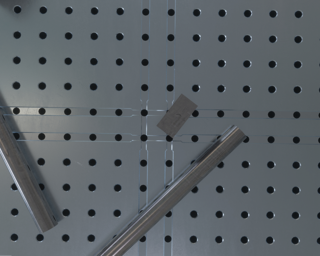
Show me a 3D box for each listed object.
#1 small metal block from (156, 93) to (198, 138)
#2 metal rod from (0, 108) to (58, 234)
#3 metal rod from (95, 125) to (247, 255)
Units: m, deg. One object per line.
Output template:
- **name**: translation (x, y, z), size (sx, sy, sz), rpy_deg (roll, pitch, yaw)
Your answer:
- **small metal block**: translation (0.021, -0.015, 0.401), size (0.025, 0.050, 0.050), rpy_deg (38, 90, 0)
- **metal rod**: translation (-0.214, 0.000, 0.411), size (0.025, 0.025, 0.299), rpy_deg (-27, 90, 0)
- **metal rod**: translation (-0.002, 0.108, 0.413), size (0.300, 0.025, 0.025), rpy_deg (-44, 90, 0)
